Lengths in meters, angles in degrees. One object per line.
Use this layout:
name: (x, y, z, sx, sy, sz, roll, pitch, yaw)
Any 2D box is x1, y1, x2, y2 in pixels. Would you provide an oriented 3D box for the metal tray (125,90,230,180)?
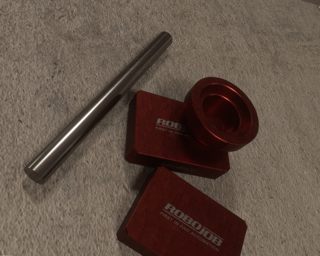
metal tray: (0.024, 0.010, 0.400, 0.131, 0.030, 0.090, 14, 55, -21)

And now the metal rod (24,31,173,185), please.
metal rod: (-0.058, -0.048, 0.402, 0.025, 0.025, 0.301, 38, 51, -3)

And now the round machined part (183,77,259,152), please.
round machined part: (0.073, -0.013, 0.394, 0.099, 0.042, 0.098, 14, 55, -21)

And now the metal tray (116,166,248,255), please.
metal tray: (0.029, 0.115, 0.348, 0.130, 0.030, 0.090, 35, 51, -6)

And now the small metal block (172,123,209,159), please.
small metal block: (0.036, 0.020, 0.413, 0.050, 0.025, 0.050, 9, 58, -24)
